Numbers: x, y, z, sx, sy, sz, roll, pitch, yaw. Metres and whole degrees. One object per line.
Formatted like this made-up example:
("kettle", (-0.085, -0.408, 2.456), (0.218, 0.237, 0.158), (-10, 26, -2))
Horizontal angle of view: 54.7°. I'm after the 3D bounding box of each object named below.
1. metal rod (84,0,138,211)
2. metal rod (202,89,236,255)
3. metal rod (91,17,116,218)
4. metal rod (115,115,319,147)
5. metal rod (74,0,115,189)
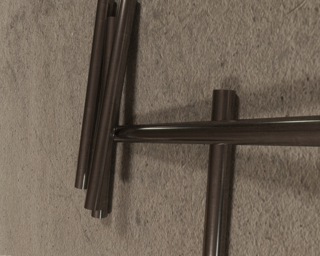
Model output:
("metal rod", (-0.068, -0.037, 0.431), (0.025, 0.025, 0.298), (6, 86, 39))
("metal rod", (0.063, 0.107, 0.351), (0.025, 0.025, 0.298), (5, 93, 39))
("metal rod", (-0.080, -0.013, 0.468), (0.025, 0.025, 0.298), (9, 96, 39))
("metal rod", (0.036, 0.005, 0.343), (0.300, 0.025, 0.025), (-2, 89, 48))
("metal rod", (-0.104, -0.050, 0.487), (0.025, 0.025, 0.298), (15, 99, 39))
